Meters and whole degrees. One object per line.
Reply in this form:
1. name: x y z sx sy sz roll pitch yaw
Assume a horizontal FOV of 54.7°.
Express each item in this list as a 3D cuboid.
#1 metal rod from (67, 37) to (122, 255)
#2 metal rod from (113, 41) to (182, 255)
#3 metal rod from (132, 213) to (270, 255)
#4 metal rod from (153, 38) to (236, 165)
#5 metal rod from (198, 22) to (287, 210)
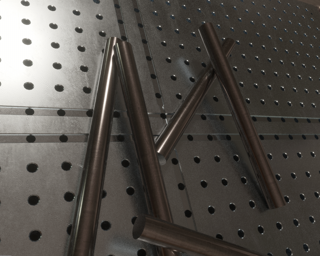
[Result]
1. metal rod: -0.071 0.004 0.368 0.025 0.025 0.300 16 55 -20
2. metal rod: -0.016 0.029 0.367 0.025 0.025 0.299 -3 68 -30
3. metal rod: 0.107 0.153 0.352 0.302 0.025 0.025 25 52 -22
4. metal rod: 0.062 -0.059 0.479 0.025 0.025 0.301 37 51 -4
5. metal rod: 0.120 -0.027 0.469 0.025 0.025 0.299 -9 73 -32
